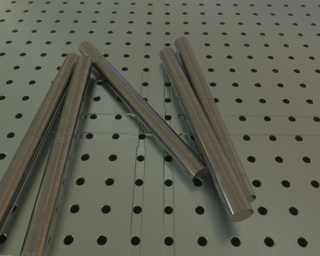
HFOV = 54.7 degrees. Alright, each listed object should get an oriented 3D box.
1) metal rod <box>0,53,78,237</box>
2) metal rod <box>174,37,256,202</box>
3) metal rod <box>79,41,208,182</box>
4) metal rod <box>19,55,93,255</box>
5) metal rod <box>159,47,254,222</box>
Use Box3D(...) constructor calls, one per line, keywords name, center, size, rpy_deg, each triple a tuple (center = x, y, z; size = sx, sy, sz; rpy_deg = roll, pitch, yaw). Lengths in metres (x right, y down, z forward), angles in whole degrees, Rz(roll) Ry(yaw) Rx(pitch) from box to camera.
Box3D(name="metal rod", center=(-0.157, 0.003, 0.402), size=(0.025, 0.025, 0.300), rpy_deg=(6, 50, 4))
Box3D(name="metal rod", center=(0.065, -0.033, 0.435), size=(0.025, 0.025, 0.300), rpy_deg=(-8, 51, -7))
Box3D(name="metal rod", center=(-0.039, -0.040, 0.440), size=(0.025, 0.025, 0.300), rpy_deg=(-28, 56, -22))
Box3D(name="metal rod", center=(-0.120, 0.014, 0.387), size=(0.025, 0.025, 0.300), rpy_deg=(1, 52, 1))
Box3D(name="metal rod", center=(0.046, -0.017, 0.409), size=(0.025, 0.025, 0.300), rpy_deg=(-10, 47, -9))
